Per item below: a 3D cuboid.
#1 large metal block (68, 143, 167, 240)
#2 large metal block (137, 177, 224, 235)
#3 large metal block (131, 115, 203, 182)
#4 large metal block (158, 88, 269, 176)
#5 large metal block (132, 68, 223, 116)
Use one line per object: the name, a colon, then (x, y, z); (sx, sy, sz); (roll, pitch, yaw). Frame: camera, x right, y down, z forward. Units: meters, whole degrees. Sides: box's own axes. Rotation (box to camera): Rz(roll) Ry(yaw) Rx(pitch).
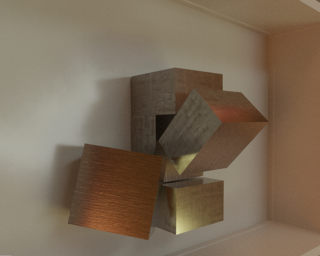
large metal block: (-0.041, 0.064, 0.326); (0.050, 0.080, 0.080); (56, 44, -79)
large metal block: (0.022, 0.090, 0.389); (0.081, 0.080, 0.050); (0, 90, -40)
large metal block: (0.010, 0.024, 0.401); (0.081, 0.050, 0.079); (-1, 91, -40)
large metal block: (0.058, 0.004, 0.347); (0.081, 0.079, 0.050); (-1, 46, -40)
large metal block: (0.021, -0.041, 0.387); (0.081, 0.080, 0.050); (-2, 91, -40)
